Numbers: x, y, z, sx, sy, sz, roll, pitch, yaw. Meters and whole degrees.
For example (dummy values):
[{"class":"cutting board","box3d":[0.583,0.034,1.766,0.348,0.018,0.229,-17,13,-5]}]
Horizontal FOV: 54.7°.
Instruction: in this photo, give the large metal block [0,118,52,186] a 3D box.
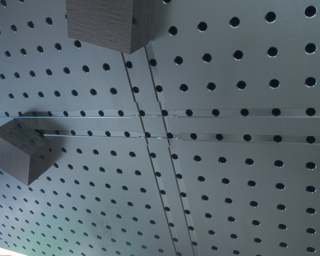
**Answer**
[{"class":"large metal block","box3d":[-0.245,0.043,0.548,0.080,0.050,0.079,29,128,9]}]

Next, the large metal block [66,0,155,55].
[{"class":"large metal block","box3d":[-0.054,-0.135,0.338,0.080,0.050,0.079,19,126,16]}]
